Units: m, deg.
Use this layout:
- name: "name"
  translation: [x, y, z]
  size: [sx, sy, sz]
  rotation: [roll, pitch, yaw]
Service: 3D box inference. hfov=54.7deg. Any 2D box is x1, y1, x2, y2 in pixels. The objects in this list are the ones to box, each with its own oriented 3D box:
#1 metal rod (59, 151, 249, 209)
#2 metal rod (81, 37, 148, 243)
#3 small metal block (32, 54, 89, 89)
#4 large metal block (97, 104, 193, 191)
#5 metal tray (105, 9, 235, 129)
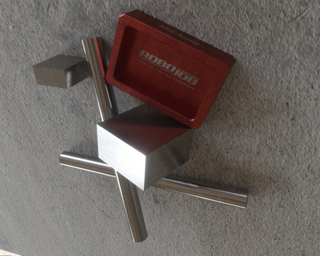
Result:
- name: "metal rod"
  translation: [-0.023, 0.072, 0.462]
  size: [0.301, 0.025, 0.025]
  rotation: [9, 122, 23]
- name: "metal rod"
  translation: [-0.058, 0.028, 0.428]
  size: [0.025, 0.025, 0.298]
  rotation: [-1, 111, 28]
- name: "small metal block"
  translation: [-0.128, -0.076, 0.409]
  size: [0.050, 0.050, 0.025]
  rotation: [11, 123, 22]
- name: "large metal block"
  translation: [-0.018, 0.018, 0.377]
  size: [0.080, 0.081, 0.050]
  rotation: [30, 131, 33]
- name: "metal tray"
  translation: [0.007, -0.066, 0.357]
  size: [0.130, 0.030, 0.089]
  rotation: [29, 128, 9]
